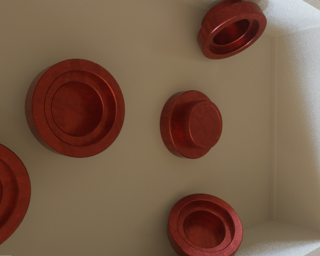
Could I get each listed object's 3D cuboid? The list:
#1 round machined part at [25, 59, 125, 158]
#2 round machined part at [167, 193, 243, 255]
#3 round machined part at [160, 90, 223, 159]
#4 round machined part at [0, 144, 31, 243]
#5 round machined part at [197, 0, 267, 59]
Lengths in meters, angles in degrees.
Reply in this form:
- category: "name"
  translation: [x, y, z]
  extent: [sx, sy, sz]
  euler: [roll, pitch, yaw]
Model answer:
- category: "round machined part"
  translation: [-0.089, -0.020, 0.321]
  extent: [0.099, 0.042, 0.097]
  euler: [0, 90, -40]
- category: "round machined part"
  translation: [0.058, 0.141, 0.421]
  extent: [0.099, 0.098, 0.042]
  euler: [-33, 145, -35]
- category: "round machined part"
  translation: [0.051, -0.005, 0.438]
  extent: [0.099, 0.042, 0.097]
  euler: [0, 90, -40]
- category: "round machined part"
  translation: [-0.165, 0.055, 0.257]
  extent: [0.099, 0.042, 0.097]
  euler: [0, 90, -40]
- category: "round machined part"
  translation: [0.100, -0.147, 0.451]
  extent: [0.099, 0.098, 0.042]
  euler: [-3, 63, -40]
